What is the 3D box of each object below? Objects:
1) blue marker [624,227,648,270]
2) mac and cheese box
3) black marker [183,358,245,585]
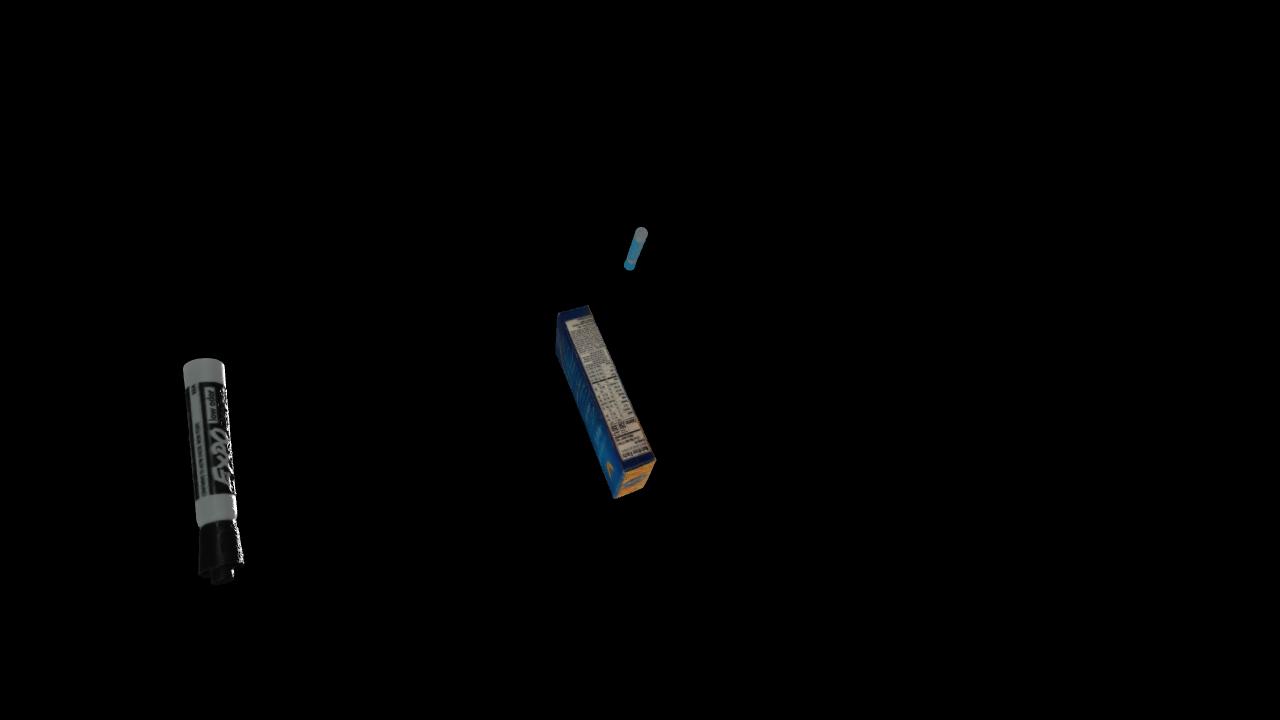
[{"bbox_3d":[-0.008,-0.168,0.946,0.020,0.020,0.121,0,-15,-10],"label":"blue marker"},{"bbox_3d":[-0.041,0.043,0.642,0.041,0.184,0.093,-17,-24,-18],"label":"mac and cheese box"},{"bbox_3d":[-0.221,0.055,0.318,0.020,0.121,0.020,-19,-23,-8],"label":"black marker"}]
